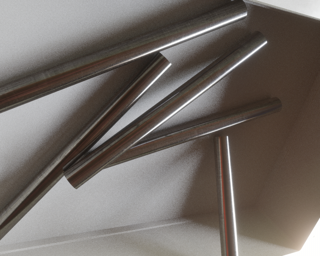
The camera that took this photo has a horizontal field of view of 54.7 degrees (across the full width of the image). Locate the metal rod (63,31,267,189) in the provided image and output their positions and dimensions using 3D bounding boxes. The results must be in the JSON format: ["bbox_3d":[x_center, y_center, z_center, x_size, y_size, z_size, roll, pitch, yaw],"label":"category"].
[{"bbox_3d":[0.014,-0.028,0.385,0.301,0.025,0.025,-37,130,-10],"label":"metal rod"}]

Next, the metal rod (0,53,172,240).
[{"bbox_3d":[-0.100,0.025,0.369,0.300,0.025,0.025,-45,130,3],"label":"metal rod"}]

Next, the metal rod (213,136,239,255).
[{"bbox_3d":[0.101,0.162,0.456,0.025,0.025,0.298,2,81,-30],"label":"metal rod"}]

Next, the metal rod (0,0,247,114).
[{"bbox_3d":[-0.036,-0.083,0.338,0.302,0.025,0.025,-24,128,-14],"label":"metal rod"}]

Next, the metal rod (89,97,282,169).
[{"bbox_3d":[0.047,0.004,0.438,0.302,0.025,0.025,-17,125,-19],"label":"metal rod"}]
